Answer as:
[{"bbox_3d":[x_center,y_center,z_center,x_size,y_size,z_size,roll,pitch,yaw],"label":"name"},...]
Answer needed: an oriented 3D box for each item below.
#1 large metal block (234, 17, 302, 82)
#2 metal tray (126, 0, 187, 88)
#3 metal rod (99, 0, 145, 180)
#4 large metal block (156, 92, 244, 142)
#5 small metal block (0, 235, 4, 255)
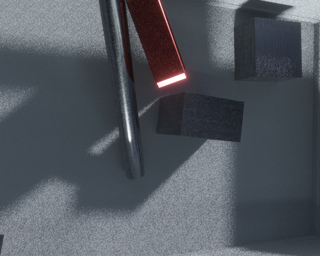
[{"bbox_3d":[0.159,-0.112,0.457,0.081,0.050,0.079,-2,91,-20],"label":"large metal block"},{"bbox_3d":[0.003,-0.096,0.357,0.030,0.130,0.090,-19,98,9],"label":"metal tray"},{"bbox_3d":[-0.042,-0.070,0.328,0.025,0.025,0.298,-16,122,-20],"label":"metal rod"},{"bbox_3d":[0.049,-0.012,0.401,0.081,0.080,0.050,7,88,-20],"label":"large metal block"},{"bbox_3d":[-0.197,0.132,0.325,0.050,0.050,0.025,9,87,-20],"label":"small metal block"}]
